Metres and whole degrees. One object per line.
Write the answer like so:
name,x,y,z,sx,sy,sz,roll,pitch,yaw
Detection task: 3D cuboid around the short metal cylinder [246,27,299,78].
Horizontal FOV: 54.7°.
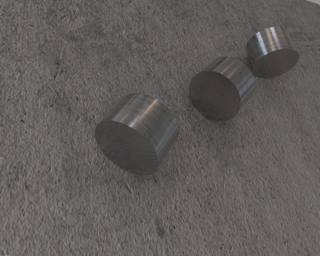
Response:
short metal cylinder,0.201,-0.134,0.558,0.081,0.080,0.050,6,59,-25

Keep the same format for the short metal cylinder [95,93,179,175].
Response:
short metal cylinder,-0.026,0.008,0.350,0.080,0.080,0.050,38,51,-3

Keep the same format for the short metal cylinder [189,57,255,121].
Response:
short metal cylinder,0.090,-0.057,0.451,0.080,0.080,0.050,45,51,3
